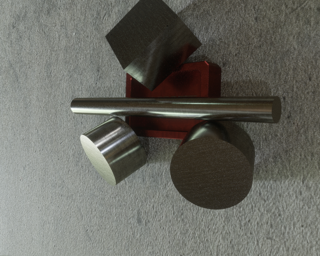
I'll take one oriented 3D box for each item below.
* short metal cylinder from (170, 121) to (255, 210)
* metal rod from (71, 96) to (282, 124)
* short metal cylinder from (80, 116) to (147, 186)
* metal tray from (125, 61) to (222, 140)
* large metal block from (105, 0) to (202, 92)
[{"bbox_3d":[0.056,0.037,0.323,0.080,0.050,0.079,7,114,16],"label":"short metal cylinder"},{"bbox_3d":[-0.010,-0.025,0.375,0.300,0.025,0.025,4,93,39],"label":"metal rod"},{"bbox_3d":[-0.063,0.031,0.418,0.080,0.050,0.080,40,150,30],"label":"short metal cylinder"},{"bbox_3d":[0.012,-0.032,0.394,0.130,0.030,0.089,3,92,40],"label":"metal tray"},{"bbox_3d":[-0.010,-0.105,0.370,0.080,0.050,0.080,-42,47,14],"label":"large metal block"}]
